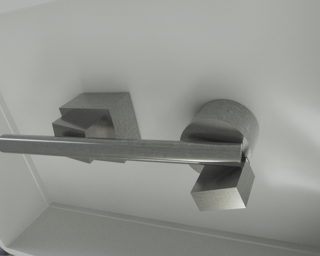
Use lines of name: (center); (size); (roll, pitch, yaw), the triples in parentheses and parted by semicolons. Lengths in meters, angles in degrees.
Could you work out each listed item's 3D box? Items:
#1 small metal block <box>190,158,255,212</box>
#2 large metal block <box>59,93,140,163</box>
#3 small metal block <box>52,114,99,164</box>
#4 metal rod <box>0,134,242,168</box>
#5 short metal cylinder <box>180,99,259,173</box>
small metal block: (0.067, 0.059, 0.325); (0.050, 0.050, 0.025); (-15, 111, 34)
large metal block: (-0.080, -0.002, 0.428); (0.080, 0.050, 0.079); (3, 120, 26)
small metal block: (-0.109, 0.014, 0.406); (0.050, 0.025, 0.050); (12, 123, 21)
metal rod: (-0.061, 0.024, 0.361); (0.301, 0.025, 0.025); (1, 119, 18)
short metal cylinder: (0.070, 0.013, 0.361); (0.080, 0.050, 0.079); (13, 124, 20)
